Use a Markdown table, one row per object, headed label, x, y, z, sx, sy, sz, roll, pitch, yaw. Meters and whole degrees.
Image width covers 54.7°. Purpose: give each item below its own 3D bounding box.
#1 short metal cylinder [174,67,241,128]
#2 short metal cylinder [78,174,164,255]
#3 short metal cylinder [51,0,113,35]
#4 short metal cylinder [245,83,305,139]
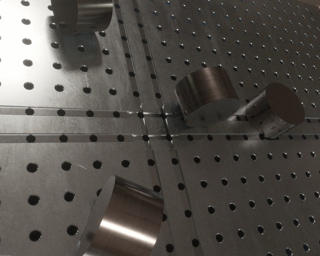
| label | x | y | z | sx | sy | sz | roll | pitch | yaw |
| --- | --- | --- | --- | --- | --- | --- | --- | --- | --- |
| short metal cylinder | 0.066 | -0.041 | 0.436 | 0.081 | 0.080 | 0.050 | -3 | 64 | -30 |
| short metal cylinder | -0.038 | 0.091 | 0.298 | 0.050 | 0.080 | 0.080 | 26 | 53 | -13 |
| short metal cylinder | -0.107 | -0.170 | 0.420 | 0.050 | 0.080 | 0.080 | -20 | 73 | -36 |
| short metal cylinder | 0.191 | -0.028 | 0.515 | 0.081 | 0.050 | 0.080 | 14 | 56 | -21 |
